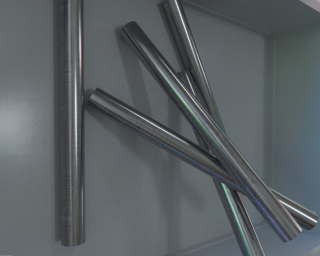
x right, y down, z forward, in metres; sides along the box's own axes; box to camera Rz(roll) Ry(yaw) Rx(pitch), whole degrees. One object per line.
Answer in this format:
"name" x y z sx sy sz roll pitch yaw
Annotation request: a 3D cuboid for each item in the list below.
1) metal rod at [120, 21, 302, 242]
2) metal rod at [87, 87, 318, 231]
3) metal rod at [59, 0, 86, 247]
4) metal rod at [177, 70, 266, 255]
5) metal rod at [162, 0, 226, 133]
"metal rod" 0.051 -0.004 0.354 0.025 0.025 0.299 -30 78 -36
"metal rod" 0.054 0.039 0.363 0.301 0.025 0.025 30 69 -6
"metal rod" -0.093 -0.027 0.329 0.025 0.025 0.298 -1 91 -40
"metal rod" 0.078 0.060 0.394 0.025 0.025 0.299 -5 68 -40
"metal rod" 0.069 -0.043 0.466 0.025 0.025 0.299 -36 112 -35
